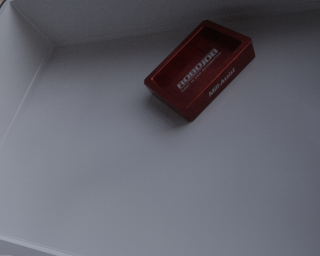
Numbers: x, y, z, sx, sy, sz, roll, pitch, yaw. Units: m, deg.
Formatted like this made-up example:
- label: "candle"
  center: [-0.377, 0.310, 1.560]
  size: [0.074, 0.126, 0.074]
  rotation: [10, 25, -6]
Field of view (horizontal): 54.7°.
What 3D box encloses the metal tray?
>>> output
- label: "metal tray"
  center: [0.052, -0.082, 0.423]
  size: [0.130, 0.030, 0.090]
  rotation: [-46, 51, -4]
